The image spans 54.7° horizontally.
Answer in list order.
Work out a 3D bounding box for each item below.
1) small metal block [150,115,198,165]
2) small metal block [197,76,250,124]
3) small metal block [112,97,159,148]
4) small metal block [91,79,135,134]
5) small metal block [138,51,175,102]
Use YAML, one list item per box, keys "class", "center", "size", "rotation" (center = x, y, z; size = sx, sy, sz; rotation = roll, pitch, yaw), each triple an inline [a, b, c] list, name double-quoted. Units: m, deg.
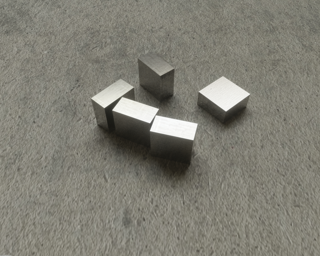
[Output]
- class: "small metal block"
  center: [0.016, 0.015, 0.374]
  size: [0.050, 0.050, 0.025]
  rotation: [12, 51, 9]
- class: "small metal block"
  center: [0.089, -0.041, 0.438]
  size: [0.050, 0.025, 0.050]
  rotation: [-34, 58, -25]
- class: "small metal block"
  center: [-0.029, -0.006, 0.392]
  size: [0.050, 0.050, 0.025]
  rotation: [19, 53, 15]
- class: "small metal block"
  center: [-0.060, -0.029, 0.411]
  size: [0.025, 0.050, 0.050]
  rotation: [35, 58, 25]
- class: "small metal block"
  center: [-0.006, -0.074, 0.449]
  size: [0.025, 0.050, 0.050]
  rotation: [-33, 57, -24]
